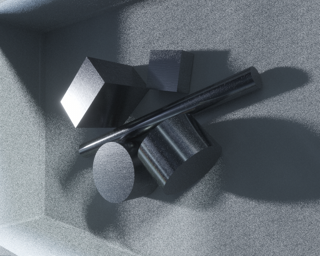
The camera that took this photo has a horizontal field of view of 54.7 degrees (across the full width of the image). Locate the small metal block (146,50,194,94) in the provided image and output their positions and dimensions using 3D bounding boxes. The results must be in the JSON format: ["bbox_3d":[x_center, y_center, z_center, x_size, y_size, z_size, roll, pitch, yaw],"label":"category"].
[{"bbox_3d":[0.012,-0.072,0.393,0.050,0.025,0.050,11,97,39],"label":"small metal block"}]

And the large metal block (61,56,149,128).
[{"bbox_3d":[-0.076,-0.046,0.430,0.080,0.081,0.050,-51,61,28],"label":"large metal block"}]

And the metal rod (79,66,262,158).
[{"bbox_3d":[-0.010,-0.008,0.412,0.299,0.025,0.025,-22,76,37],"label":"metal rod"}]

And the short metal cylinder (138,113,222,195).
[{"bbox_3d":[0.022,0.030,0.349,0.050,0.081,0.080,50,119,28],"label":"short metal cylinder"}]

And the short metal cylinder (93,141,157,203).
[{"bbox_3d":[-0.046,0.058,0.424,0.080,0.050,0.079,0,90,39],"label":"short metal cylinder"}]
